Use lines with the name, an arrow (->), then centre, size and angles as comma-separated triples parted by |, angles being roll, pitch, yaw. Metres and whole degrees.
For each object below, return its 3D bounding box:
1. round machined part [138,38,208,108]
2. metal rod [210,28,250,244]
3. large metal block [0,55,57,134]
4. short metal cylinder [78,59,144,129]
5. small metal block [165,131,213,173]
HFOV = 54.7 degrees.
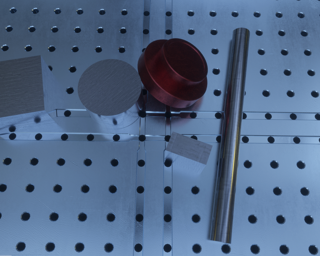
round machined part -> 0.024, -0.079, 0.409 | 0.099, 0.042, 0.098 | 16, 56, -25
metal rod -> 0.097, -0.004, 0.414 | 0.025, 0.025, 0.299 | 9, 70, 3
large metal block -> -0.188, -0.043, 0.412 | 0.081, 0.050, 0.080 | -10, 70, -4
short metal cylinder -> -0.063, -0.044, 0.413 | 0.081, 0.050, 0.080 | 0, 71, 0
small metal block -> 0.034, 0.032, 0.387 | 0.050, 0.050, 0.025 | 20, 71, 6
